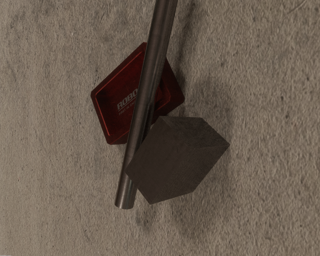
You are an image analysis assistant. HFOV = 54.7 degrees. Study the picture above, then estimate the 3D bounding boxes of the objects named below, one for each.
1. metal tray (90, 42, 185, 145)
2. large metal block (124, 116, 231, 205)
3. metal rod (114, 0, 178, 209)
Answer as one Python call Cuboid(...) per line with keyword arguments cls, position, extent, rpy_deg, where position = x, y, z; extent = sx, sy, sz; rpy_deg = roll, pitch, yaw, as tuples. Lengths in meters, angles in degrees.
Cuboid(cls="metal tray", position=(-0.037, -0.044, 0.429), extent=(0.130, 0.030, 0.090), rpy_deg=(-35, 69, 34))
Cuboid(cls="large metal block", position=(0.020, 0.034, 0.351), extent=(0.050, 0.081, 0.080), rpy_deg=(47, 118, 29))
Cuboid(cls="metal rod", position=(-0.015, -0.044, 0.375), extent=(0.025, 0.025, 0.298), rpy_deg=(21, 103, 38))
